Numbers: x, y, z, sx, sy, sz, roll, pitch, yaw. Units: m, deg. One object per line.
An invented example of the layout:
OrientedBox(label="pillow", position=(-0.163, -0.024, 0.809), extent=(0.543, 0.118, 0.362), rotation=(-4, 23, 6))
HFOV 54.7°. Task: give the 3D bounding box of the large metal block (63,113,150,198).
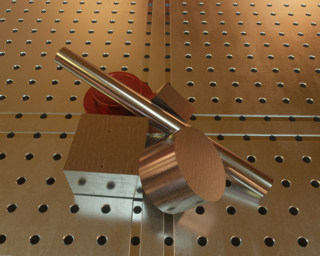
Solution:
OrientedBox(label="large metal block", position=(-0.056, 0.031, 0.361), extent=(0.080, 0.050, 0.080), rotation=(4, 50, 3))

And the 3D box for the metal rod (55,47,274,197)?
OrientedBox(label="metal rod", position=(-0.002, -0.013, 0.376), extent=(0.301, 0.025, 0.025), rotation=(33, 56, 9))

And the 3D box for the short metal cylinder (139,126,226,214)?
OrientedBox(label="short metal cylinder", position=(0.024, 0.045, 0.326), extent=(0.080, 0.050, 0.080), rotation=(30, 45, -35))

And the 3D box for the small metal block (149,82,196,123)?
OrientedBox(label="small metal block", position=(0.009, -0.025, 0.400), extent=(0.050, 0.050, 0.025), rotation=(42, 58, -11))

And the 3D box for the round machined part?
OrientedBox(label="round machined part", position=(-0.057, -0.041, 0.431), extent=(0.099, 0.042, 0.098), rotation=(0, 50, 0))
